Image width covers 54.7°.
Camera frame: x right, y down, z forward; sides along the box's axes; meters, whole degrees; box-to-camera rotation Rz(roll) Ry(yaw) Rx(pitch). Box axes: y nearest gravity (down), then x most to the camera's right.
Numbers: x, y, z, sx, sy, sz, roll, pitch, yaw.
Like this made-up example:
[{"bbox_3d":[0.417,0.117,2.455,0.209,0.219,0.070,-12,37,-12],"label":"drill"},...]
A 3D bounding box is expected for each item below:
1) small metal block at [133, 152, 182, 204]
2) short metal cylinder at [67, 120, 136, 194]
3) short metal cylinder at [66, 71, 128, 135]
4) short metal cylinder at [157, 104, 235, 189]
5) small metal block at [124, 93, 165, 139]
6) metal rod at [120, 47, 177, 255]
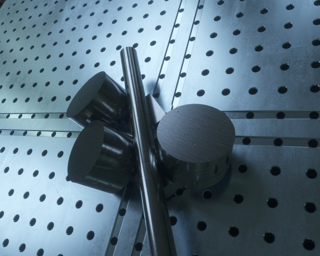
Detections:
[{"bbox_3d":[-0.002,0.057,0.370,0.050,0.025,0.050,-35,51,5],"label":"small metal block"},{"bbox_3d":[-0.072,0.036,0.386,0.080,0.050,0.080,-31,45,38],"label":"short metal cylinder"},{"bbox_3d":[-0.085,-0.033,0.434,0.080,0.050,0.080,-34,33,26],"label":"short metal cylinder"},{"bbox_3d":[0.038,0.019,0.339,0.080,0.050,0.080,-2,49,2],"label":"short metal cylinder"},{"bbox_3d":[-0.017,-0.011,0.420,0.050,0.025,0.050,-37,51,3],"label":"small metal block"},{"bbox_3d":[-0.022,0.006,0.378,0.025,0.025,0.299,-23,53,14],"label":"metal rod"}]
